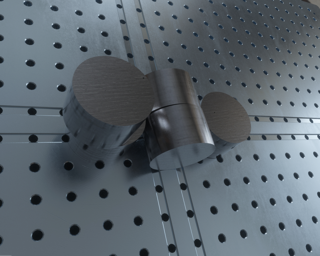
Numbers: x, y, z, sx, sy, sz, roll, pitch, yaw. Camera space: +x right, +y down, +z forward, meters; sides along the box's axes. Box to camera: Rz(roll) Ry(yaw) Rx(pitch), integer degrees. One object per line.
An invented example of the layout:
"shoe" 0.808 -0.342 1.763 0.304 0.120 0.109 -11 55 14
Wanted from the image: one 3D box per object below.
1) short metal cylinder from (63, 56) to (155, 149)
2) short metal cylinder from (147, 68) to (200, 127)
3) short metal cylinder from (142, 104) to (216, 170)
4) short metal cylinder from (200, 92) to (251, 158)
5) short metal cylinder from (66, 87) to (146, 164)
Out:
"short metal cylinder" -0.053 -0.025 0.313 0.081 0.050 0.080 14 56 -21
"short metal cylinder" 0.009 -0.032 0.397 0.081 0.080 0.050 1 62 -28
"short metal cylinder" 0.021 0.013 0.376 0.081 0.080 0.050 -1 63 -29
"short metal cylinder" 0.079 -0.004 0.436 0.081 0.050 0.080 14 56 -21
"short metal cylinder" -0.063 -0.004 0.360 0.081 0.050 0.080 14 56 -21
